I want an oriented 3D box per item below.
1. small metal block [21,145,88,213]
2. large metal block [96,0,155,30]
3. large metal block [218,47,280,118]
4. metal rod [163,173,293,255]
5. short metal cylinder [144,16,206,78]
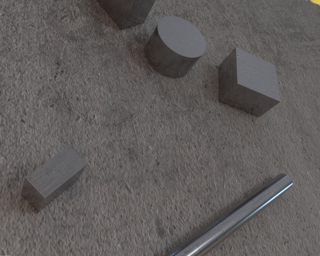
[{"bbox_3d":[-0.103,0.050,0.301,0.025,0.050,0.050,46,51,3],"label":"small metal block"},{"bbox_3d":[-0.052,-0.211,0.469,0.050,0.080,0.080,-34,81,-38],"label":"large metal block"},{"bbox_3d":[0.145,-0.074,0.511,0.080,0.050,0.080,19,54,-17],"label":"large metal block"},{"bbox_3d":[0.068,0.122,0.365,0.302,0.025,0.025,-21,73,-36],"label":"metal rod"},{"bbox_3d":[0.023,-0.124,0.475,0.081,0.050,0.080,14,56,-21],"label":"short metal cylinder"}]
